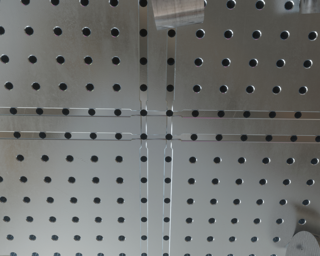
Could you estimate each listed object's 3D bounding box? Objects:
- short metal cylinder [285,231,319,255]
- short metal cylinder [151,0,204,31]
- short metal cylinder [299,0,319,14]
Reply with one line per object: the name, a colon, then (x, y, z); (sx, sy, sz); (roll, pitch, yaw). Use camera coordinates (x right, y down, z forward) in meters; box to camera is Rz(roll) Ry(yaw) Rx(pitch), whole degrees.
short metal cylinder: (0.233, 0.200, 0.460); (0.050, 0.080, 0.079); (19, 109, -7)
short metal cylinder: (0.015, -0.149, 0.329); (0.050, 0.080, 0.079); (-9, 110, 3)
short metal cylinder: (0.192, -0.153, 0.329); (0.080, 0.080, 0.050); (-7, 110, 2)
